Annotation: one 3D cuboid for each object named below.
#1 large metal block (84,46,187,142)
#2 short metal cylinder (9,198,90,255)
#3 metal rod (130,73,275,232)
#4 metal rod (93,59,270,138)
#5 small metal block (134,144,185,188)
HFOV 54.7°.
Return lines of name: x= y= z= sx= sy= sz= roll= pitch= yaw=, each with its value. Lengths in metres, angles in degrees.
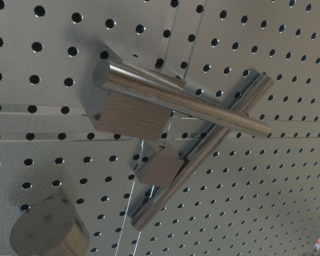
large metal block: x=-0.030 y=-0.037 z=0.356 sx=0.081 sy=0.050 sz=0.079 roll=12 pitch=112 yaw=-34
short metal cylinder: x=-0.135 y=0.135 z=0.385 sx=0.081 sy=0.080 sz=0.050 roll=-24 pitch=127 yaw=-14
metal rod: x=0.060 y=0.040 z=0.468 sx=0.299 sy=0.025 sz=0.025 roll=-49 pitch=129 yaw=6
metal rod: x=0.054 y=-0.022 z=0.370 sx=0.302 sy=0.025 sz=0.025 roll=14 pitch=112 yaw=-45
small metal block: x=-0.001 y=0.056 z=0.445 sx=0.050 sy=0.025 sz=0.050 roll=18 pitch=109 yaw=-35
